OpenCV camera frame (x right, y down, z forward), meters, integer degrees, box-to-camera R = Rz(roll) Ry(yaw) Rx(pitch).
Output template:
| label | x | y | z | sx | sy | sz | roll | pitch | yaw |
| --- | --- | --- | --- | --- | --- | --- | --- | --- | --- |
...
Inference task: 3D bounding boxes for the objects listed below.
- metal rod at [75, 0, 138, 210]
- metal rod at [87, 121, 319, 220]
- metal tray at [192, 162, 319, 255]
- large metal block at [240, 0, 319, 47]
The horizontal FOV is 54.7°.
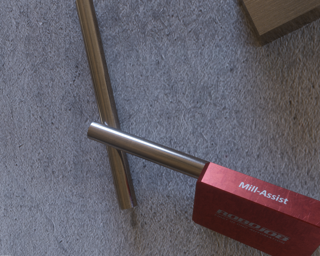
| label | x | y | z | sx | sy | sz | roll | pitch | yaw |
| --- | --- | --- | --- | --- | --- | --- | --- | --- | --- |
| metal rod | -0.076 | -0.037 | 0.434 | 0.025 | 0.025 | 0.298 | -14 | 85 | 19 |
| metal rod | 0.050 | 0.050 | 0.376 | 0.301 | 0.025 | 0.025 | 19 | 96 | 13 |
| metal tray | 0.104 | 0.095 | 0.341 | 0.130 | 0.030 | 0.089 | 19 | 139 | 18 |
| large metal block | 0.135 | -0.151 | 0.348 | 0.080 | 0.050 | 0.080 | -25 | 82 | 18 |
